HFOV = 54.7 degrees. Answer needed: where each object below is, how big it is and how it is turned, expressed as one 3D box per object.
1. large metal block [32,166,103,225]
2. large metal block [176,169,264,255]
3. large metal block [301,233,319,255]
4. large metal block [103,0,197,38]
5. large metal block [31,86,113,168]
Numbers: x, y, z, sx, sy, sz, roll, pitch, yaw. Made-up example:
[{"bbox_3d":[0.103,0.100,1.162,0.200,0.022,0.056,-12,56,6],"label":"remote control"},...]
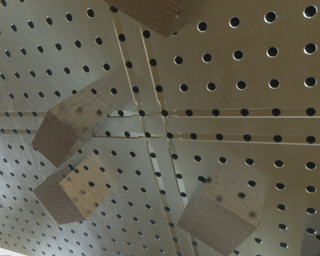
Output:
[{"bbox_3d":[-0.165,0.122,0.555,0.080,0.050,0.080,-20,108,35],"label":"large metal block"},{"bbox_3d":[0.081,0.117,0.424,0.080,0.050,0.079,31,128,7],"label":"large metal block"},{"bbox_3d":[0.233,0.167,0.376,0.080,0.050,0.079,36,129,3],"label":"large metal block"},{"bbox_3d":[-0.002,-0.149,0.303,0.080,0.050,0.079,33,129,6],"label":"large metal block"},{"bbox_3d":[-0.123,-0.002,0.437,0.050,0.080,0.080,42,129,-1],"label":"large metal block"}]
